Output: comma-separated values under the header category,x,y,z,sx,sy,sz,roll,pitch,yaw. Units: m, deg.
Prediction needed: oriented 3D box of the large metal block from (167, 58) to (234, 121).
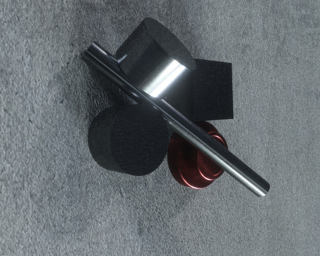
category,x,y,z,sx,sy,sz,roll,pitch,yaw
large metal block,0.057,-0.051,0.434,0.081,0.050,0.079,-4,93,-40

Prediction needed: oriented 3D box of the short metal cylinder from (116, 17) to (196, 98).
category,x,y,z,sx,sy,sz,roll,pitch,yaw
short metal cylinder,-0.004,-0.081,0.362,0.080,0.050,0.080,36,29,-23

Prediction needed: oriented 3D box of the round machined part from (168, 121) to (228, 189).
category,x,y,z,sx,sy,sz,roll,pitch,yaw
round machined part,0.061,0.039,0.445,0.099,0.042,0.097,0,90,-40

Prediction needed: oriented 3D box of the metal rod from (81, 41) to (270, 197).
category,x,y,z,sx,sy,sz,roll,pitch,yaw
metal rod,0.033,0.000,0.389,0.301,0.025,0.025,38,66,-19

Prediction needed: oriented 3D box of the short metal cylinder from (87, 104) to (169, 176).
category,x,y,z,sx,sy,sz,roll,pitch,yaw
short metal cylinder,-0.036,0.013,0.361,0.081,0.050,0.080,0,90,-40
